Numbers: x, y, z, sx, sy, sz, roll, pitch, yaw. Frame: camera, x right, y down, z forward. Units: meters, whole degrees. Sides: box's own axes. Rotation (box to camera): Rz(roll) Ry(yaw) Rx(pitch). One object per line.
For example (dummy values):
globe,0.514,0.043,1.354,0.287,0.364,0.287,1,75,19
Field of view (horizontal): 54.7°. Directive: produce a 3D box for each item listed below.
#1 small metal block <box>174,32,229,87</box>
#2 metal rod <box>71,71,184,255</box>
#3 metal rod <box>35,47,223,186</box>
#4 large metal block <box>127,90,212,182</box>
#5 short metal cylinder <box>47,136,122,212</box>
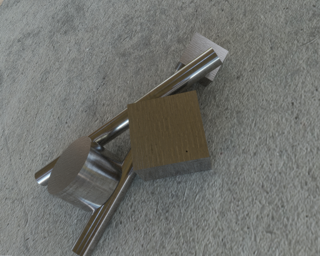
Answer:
small metal block,0.055,-0.091,0.416,0.050,0.025,0.050,30,74,-3
metal rod,-0.022,0.022,0.403,0.025,0.025,0.300,19,71,35
metal rod,-0.051,-0.008,0.414,0.300,0.025,0.025,-34,51,14
large metal block,0.011,0.011,0.358,0.080,0.050,0.080,-11,65,7
short metal cylinder,-0.094,0.057,0.387,0.080,0.050,0.080,-33,35,27
